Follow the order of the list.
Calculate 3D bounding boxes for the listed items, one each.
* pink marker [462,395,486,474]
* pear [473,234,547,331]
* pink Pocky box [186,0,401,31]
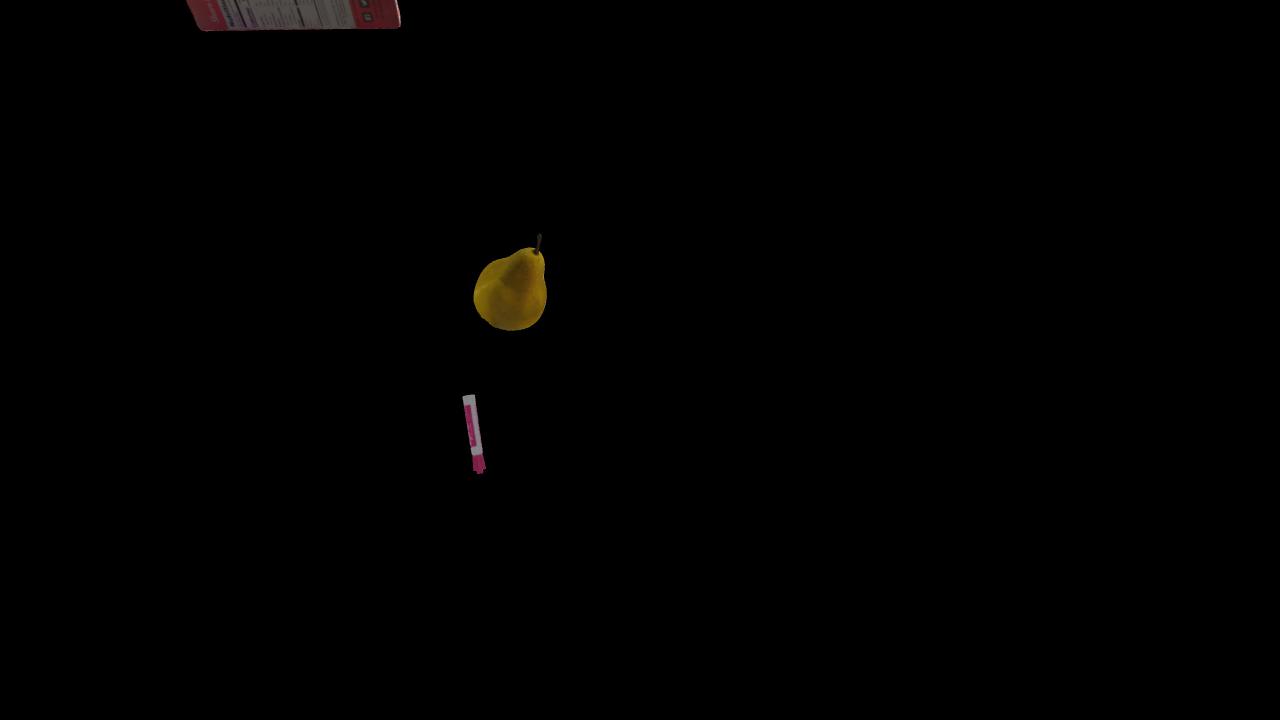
[{"bbox_3d":[-0.253,0.114,0.940,0.020,0.121,0.020,-11,-8,-2],"label":"pink marker"},{"bbox_3d":[-0.121,-0.079,0.624,0.080,0.080,0.111,0,-25,-38],"label":"pear"},{"bbox_3d":[-0.276,-0.306,0.479,0.155,0.029,0.084,-7,-39,-10],"label":"pink Pocky box"}]
